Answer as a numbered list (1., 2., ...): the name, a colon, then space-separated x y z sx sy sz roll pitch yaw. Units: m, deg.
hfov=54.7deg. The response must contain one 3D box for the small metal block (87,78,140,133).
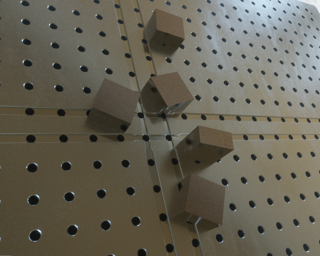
1. small metal block: -0.058 -0.029 0.396 0.050 0.025 0.050 23 53 -15

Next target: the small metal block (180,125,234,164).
1. small metal block: 0.061 0.024 0.412 0.050 0.050 0.025 12 57 -22

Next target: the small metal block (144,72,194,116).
1. small metal block: 0.013 -0.050 0.448 0.050 0.025 0.050 -19 72 -35

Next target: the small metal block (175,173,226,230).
1. small metal block: 0.051 0.091 0.382 0.050 0.025 0.050 24 53 -14

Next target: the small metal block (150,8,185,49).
1. small metal block: 0.012 -0.166 0.517 0.050 0.025 0.050 11 57 -23
